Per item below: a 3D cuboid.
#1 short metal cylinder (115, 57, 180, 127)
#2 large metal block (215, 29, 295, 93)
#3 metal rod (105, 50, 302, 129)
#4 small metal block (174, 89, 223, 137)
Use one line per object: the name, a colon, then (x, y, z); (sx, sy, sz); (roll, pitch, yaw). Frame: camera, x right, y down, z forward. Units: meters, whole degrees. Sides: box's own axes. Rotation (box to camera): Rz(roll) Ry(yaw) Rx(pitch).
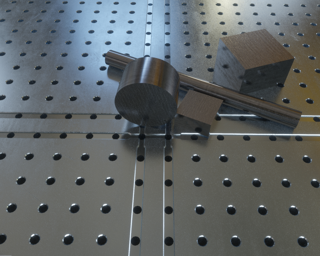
short metal cylinder: (-0.015, -0.046, 0.411); (0.080, 0.080, 0.050); (5, 50, 4)
large metal block: (0.143, -0.104, 0.481); (0.081, 0.050, 0.080); (-15, 52, -13)
metal rod: (0.052, -0.063, 0.460); (0.301, 0.025, 0.025); (21, 53, 16)
small metal block: (0.053, -0.021, 0.426); (0.050, 0.025, 0.050); (20, 53, 16)
